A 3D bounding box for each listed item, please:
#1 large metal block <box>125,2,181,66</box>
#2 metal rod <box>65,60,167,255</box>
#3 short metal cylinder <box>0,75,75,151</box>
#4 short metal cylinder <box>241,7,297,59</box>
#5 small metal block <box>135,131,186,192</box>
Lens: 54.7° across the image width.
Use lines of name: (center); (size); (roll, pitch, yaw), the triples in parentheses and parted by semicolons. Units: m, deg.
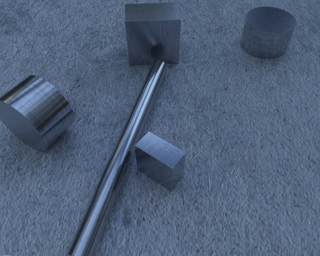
large metal block: (-0.012, -0.148, 0.492); (0.081, 0.080, 0.050); (-3, 50, -3)
metal rod: (-0.040, 0.015, 0.389); (0.025, 0.025, 0.300); (12, 51, 9)
short metal cylinder: (-0.154, -0.018, 0.381); (0.080, 0.080, 0.050); (25, 55, 19)
short metal cylinder: (0.181, -0.162, 0.525); (0.081, 0.050, 0.080); (0, 50, 0)
small metal block: (0.000, 0.039, 0.355); (0.050, 0.050, 0.025); (30, 56, 22)
